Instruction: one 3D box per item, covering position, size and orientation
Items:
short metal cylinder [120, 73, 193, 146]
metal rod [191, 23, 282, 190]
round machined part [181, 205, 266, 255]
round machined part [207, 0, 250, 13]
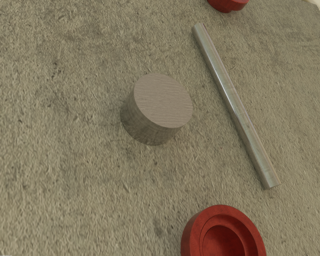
[{"bbox_3d":[-0.005,-0.024,0.401,0.081,0.050,0.080,14,56,-21],"label":"short metal cylinder"},{"bbox_3d":[0.115,-0.047,0.496,0.025,0.025,0.299,-6,65,-31],"label":"metal rod"},{"bbox_3d":[0.066,0.139,0.345,0.099,0.042,0.098,14,56,-21],"label":"round machined part"},{"bbox_3d":[0.132,-0.276,0.635,0.099,0.042,0.098,14,56,-21],"label":"round machined part"}]
